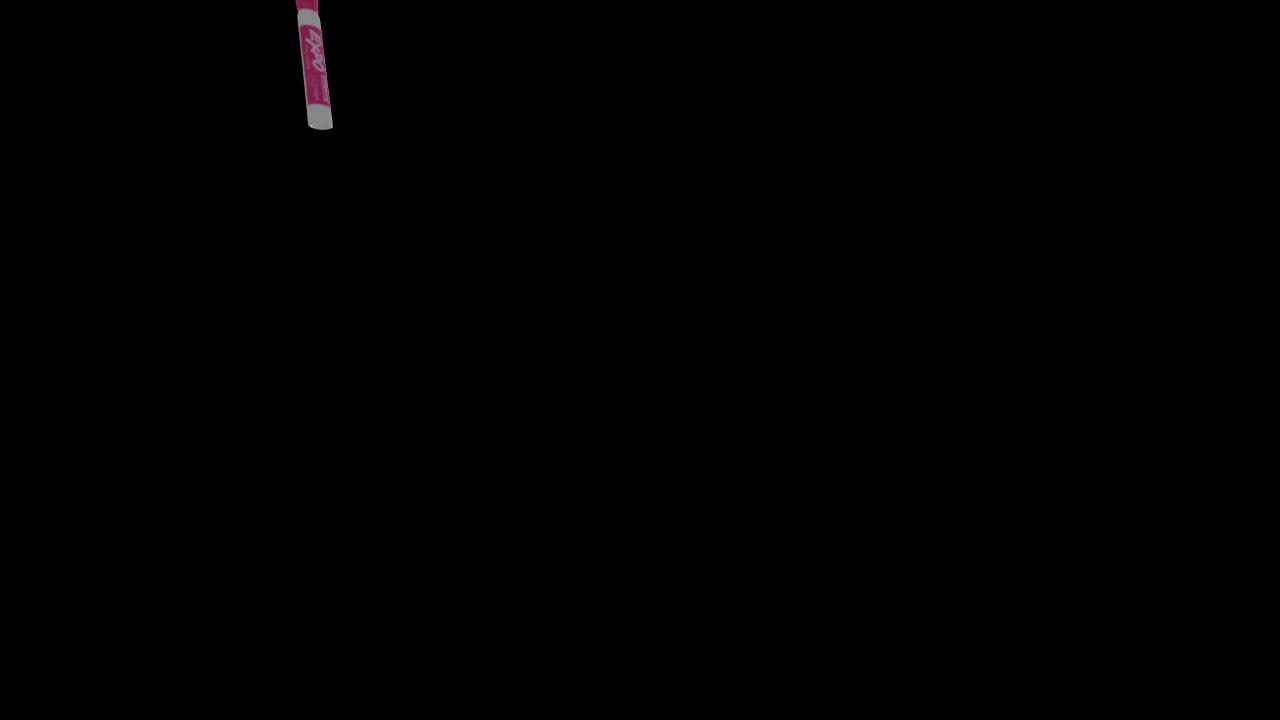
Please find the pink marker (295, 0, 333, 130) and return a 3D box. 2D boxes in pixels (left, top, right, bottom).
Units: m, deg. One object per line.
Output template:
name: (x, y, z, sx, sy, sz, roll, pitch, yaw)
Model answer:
pink marker: (-0.273, -0.256, 0.513, 0.020, 0.121, 0.020, -5, 3, 0)
